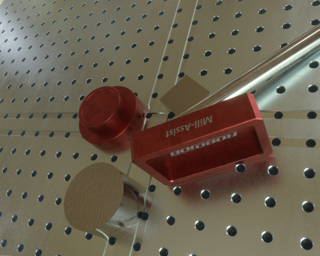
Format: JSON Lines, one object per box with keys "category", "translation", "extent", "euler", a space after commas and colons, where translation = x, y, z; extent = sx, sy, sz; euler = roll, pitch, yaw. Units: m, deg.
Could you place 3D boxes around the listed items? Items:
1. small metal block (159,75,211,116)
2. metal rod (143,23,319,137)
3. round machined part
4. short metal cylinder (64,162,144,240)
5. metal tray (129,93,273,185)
{"category": "small metal block", "translation": [0.036, -0.035, 0.410], "extent": [0.050, 0.025, 0.050], "euler": [-43, 51, -2]}
{"category": "metal rod", "translation": [0.099, -0.051, 0.372], "extent": [0.301, 0.025, 0.025], "euler": [-33, 52, 0]}
{"category": "round machined part", "translation": [-0.078, -0.022, 0.450], "extent": [0.098, 0.042, 0.098], "euler": [-13, 56, 20]}
{"category": "short metal cylinder", "translation": [-0.066, 0.088, 0.371], "extent": [0.080, 0.050, 0.080], "euler": [-13, 56, 20]}
{"category": "metal tray", "translation": [0.046, 0.018, 0.329], "extent": [0.130, 0.090, 0.030], "euler": [-20, 57, 16]}
